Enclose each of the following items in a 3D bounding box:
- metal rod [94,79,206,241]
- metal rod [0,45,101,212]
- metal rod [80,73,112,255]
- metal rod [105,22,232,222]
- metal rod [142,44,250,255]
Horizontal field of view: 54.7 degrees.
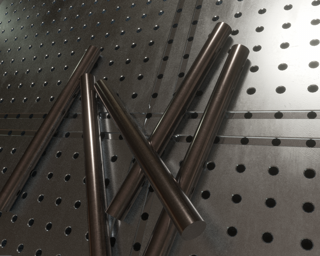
[{"bbox_3d":[-0.032,0.012,0.385,0.025,0.025,0.300,-39,42,1],"label":"metal rod"},{"bbox_3d":[-0.175,-0.010,0.503,0.025,0.025,0.300,12,68,33],"label":"metal rod"},{"bbox_3d":[-0.093,0.036,0.433,0.025,0.025,0.299,-23,53,14],"label":"metal rod"},{"bbox_3d":[0.019,-0.019,0.408,0.025,0.025,0.300,20,72,35],"label":"metal rod"},{"bbox_3d":[0.047,0.025,0.367,0.025,0.025,0.300,13,68,33],"label":"metal rod"}]
